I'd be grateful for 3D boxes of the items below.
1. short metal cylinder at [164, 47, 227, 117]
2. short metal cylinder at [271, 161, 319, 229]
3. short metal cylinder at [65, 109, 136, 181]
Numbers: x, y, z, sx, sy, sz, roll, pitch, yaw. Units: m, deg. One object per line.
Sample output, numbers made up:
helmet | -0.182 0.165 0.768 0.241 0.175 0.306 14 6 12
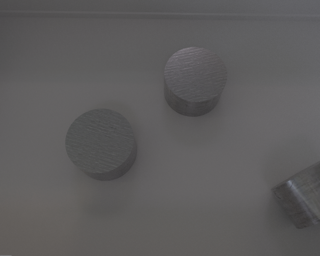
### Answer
short metal cylinder | 0.046 -0.061 0.419 0.081 0.050 0.080 0 70 0
short metal cylinder | 0.177 0.073 0.355 0.080 0.080 0.050 -27 73 -9
short metal cylinder | -0.071 0.022 0.388 0.081 0.050 0.080 0 70 0
